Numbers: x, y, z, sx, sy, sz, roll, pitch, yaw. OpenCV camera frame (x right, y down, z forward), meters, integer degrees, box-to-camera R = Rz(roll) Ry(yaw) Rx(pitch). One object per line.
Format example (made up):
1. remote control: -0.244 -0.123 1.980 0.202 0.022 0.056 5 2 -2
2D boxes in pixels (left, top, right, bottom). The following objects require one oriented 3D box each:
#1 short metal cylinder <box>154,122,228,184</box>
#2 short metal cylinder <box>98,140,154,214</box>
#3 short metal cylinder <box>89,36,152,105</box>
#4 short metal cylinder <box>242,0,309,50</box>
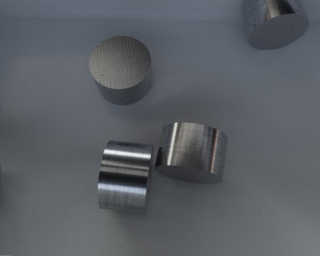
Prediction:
1. short metal cylinder: 0.038 0.032 0.369 0.080 0.080 0.050 10 71 4
2. short metal cylinder: -0.037 0.056 0.360 0.050 0.080 0.080 6 70 2
3. short metal cylinder: -0.052 -0.078 0.424 0.081 0.050 0.080 0 70 0
4. short metal cylinder: 0.161 -0.154 0.438 0.081 0.080 0.050 -6 70 -2
